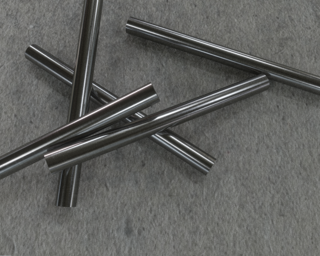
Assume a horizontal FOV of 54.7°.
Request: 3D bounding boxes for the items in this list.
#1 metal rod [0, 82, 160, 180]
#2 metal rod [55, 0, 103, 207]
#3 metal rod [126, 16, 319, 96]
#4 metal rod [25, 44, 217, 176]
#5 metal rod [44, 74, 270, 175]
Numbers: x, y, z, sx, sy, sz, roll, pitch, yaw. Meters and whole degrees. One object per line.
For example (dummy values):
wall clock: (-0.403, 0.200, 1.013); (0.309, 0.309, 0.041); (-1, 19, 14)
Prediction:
metal rod: (-0.140, 0.024, 0.364); (0.301, 0.025, 0.025); (-26, 72, 3)
metal rod: (-0.101, -0.052, 0.400); (0.025, 0.025, 0.299); (5, 80, 1)
metal rod: (0.095, -0.104, 0.447); (0.301, 0.025, 0.025); (20, 71, 6)
metal rod: (-0.060, -0.030, 0.418); (0.301, 0.025, 0.025); (33, 73, 11)
metal rod: (0.011, -0.012, 0.387); (0.302, 0.025, 0.025); (-21, 71, -18)
